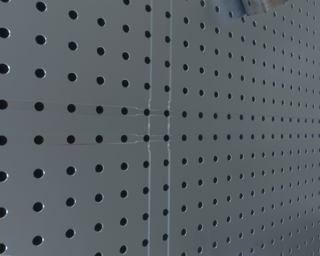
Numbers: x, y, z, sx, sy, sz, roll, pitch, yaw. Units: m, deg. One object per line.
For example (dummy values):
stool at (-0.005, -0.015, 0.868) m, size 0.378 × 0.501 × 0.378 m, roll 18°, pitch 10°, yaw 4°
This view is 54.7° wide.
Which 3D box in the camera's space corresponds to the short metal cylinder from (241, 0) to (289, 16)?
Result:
short metal cylinder at (0.177, -0.231, 0.521) m, size 0.080 × 0.080 × 0.050 m, roll -42°, pitch 116°, yaw -32°
